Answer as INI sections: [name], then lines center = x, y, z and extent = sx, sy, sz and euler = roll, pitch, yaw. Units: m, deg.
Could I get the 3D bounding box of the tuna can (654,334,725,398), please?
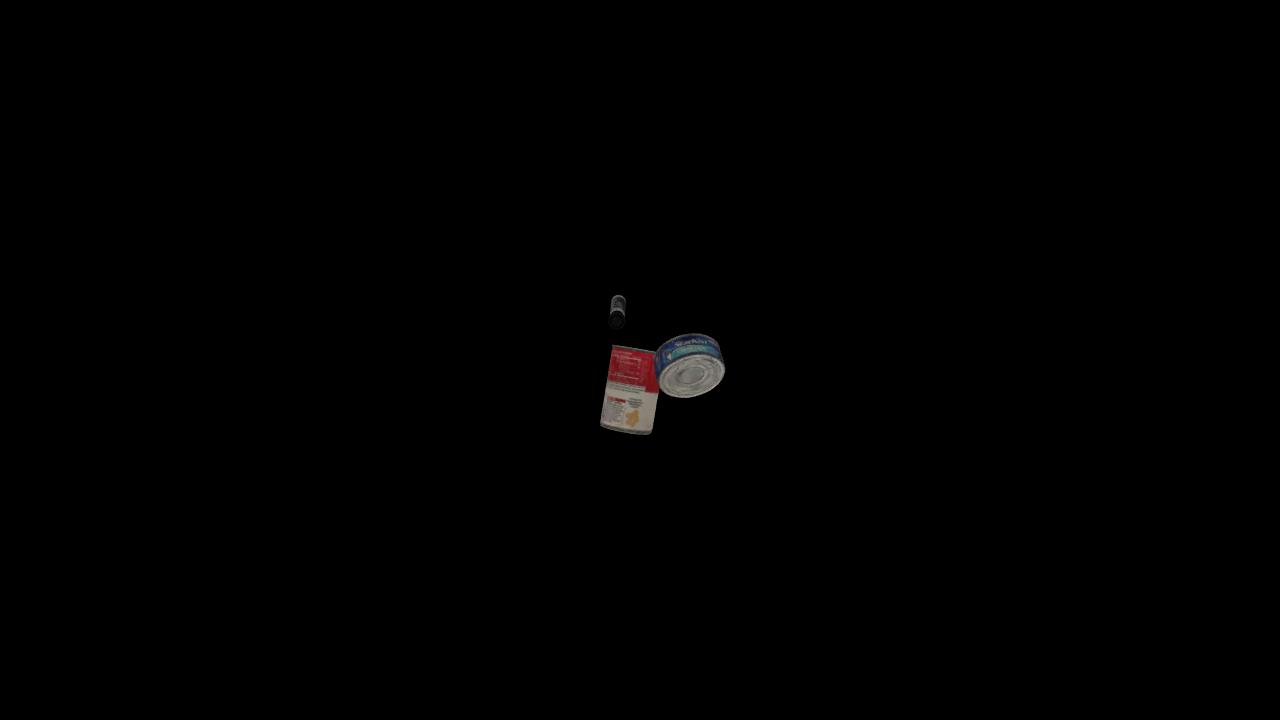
[tuna can]
center = 0.058, 0.009, 0.735
extent = 0.084, 0.034, 0.084
euler = -7, -41, -6

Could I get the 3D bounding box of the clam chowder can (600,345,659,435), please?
[clam chowder can]
center = -0.010, 0.036, 0.762
extent = 0.068, 0.102, 0.068
euler = 10, 0, 0

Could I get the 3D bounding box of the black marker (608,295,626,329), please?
[black marker]
center = -0.027, -0.058, 0.733
extent = 0.020, 0.020, 0.121
euler = 0, 16, -1
